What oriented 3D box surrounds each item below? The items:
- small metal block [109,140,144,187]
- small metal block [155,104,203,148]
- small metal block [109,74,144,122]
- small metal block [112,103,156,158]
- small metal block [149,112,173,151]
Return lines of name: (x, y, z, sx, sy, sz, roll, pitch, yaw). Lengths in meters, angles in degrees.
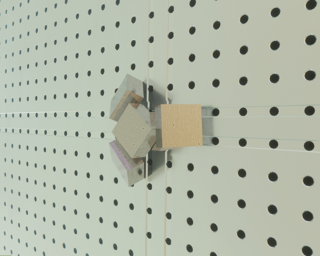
small metal block: (-0.046, 0.046, 0.432, 0.050, 0.025, 0.050, 53, 158, 27)
small metal block: (0.022, -0.002, 0.372, 0.025, 0.050, 0.050, 172, 96, -72)
small metal block: (-0.047, -0.040, 0.433, 0.050, 0.025, 0.050, -54, 23, 26)
small metal block: (-0.029, 0.003, 0.402, 0.050, 0.025, 0.050, 49, 118, 28)
small metal block: (-0.010, 0.003, 0.419, 0.050, 0.025, 0.050, 2, 94, 40)
